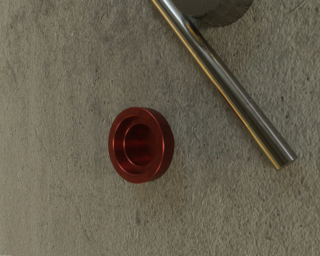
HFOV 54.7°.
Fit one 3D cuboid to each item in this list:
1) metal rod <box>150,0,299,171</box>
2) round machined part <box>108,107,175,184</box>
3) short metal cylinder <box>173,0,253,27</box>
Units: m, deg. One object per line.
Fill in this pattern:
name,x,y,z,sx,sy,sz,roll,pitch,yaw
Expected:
metal rod,0.053,-0.082,0.359,0.025,0.025,0.299,-45,63,30
round machined part,-0.020,0.022,0.408,0.098,0.042,0.097,0,90,39
short metal cylinder,0.059,-0.157,0.339,0.080,0.050,0.079,0,90,39
